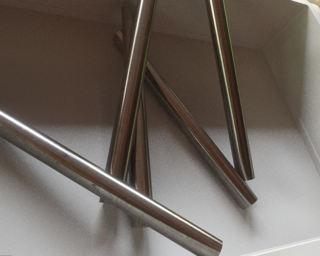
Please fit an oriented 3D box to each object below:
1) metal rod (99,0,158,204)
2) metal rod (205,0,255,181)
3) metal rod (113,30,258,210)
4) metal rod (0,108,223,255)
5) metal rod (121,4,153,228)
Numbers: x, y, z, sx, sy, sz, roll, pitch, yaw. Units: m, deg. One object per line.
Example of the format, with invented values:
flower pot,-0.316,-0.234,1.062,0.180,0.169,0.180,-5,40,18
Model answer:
metal rod,-0.031,-0.062,0.367,0.025,0.025,0.299,14,75,-21
metal rod,0.092,-0.077,0.426,0.025,0.025,0.298,-11,91,-33
metal rod,0.030,-0.018,0.432,0.025,0.025,0.299,-30,78,-38
metal rod,-0.075,0.045,0.309,0.301,0.025,0.025,31,51,2
metal rod,-0.031,-0.032,0.389,0.025,0.025,0.299,6,65,-25
